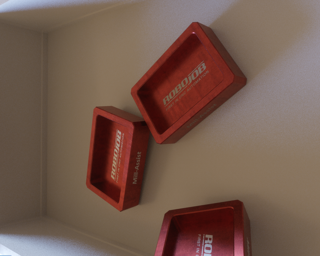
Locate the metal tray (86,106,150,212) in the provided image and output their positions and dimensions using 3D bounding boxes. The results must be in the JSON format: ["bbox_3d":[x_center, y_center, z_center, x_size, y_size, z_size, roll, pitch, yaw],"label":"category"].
[{"bbox_3d":[-0.063,0.041,0.445,0.090,0.030,0.129,22,110,40],"label":"metal tray"}]

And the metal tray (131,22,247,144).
[{"bbox_3d":[0.028,-0.050,0.380,0.129,0.030,0.090,-42,65,32],"label":"metal tray"}]

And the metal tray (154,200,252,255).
[{"bbox_3d":[0.040,0.130,0.296,0.090,0.130,0.030,-14,116,21],"label":"metal tray"}]
